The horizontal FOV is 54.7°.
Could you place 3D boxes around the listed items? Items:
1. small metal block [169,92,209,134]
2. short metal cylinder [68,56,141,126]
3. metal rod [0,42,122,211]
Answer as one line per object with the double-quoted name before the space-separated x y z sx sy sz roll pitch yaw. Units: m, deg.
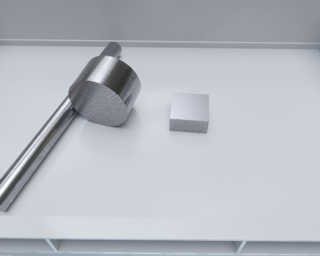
"small metal block" 0.040 -0.021 0.424 0.050 0.025 0.050 5 50 3
"short metal cylinder" -0.072 -0.048 0.408 0.080 0.080 0.050 13 51 10
"metal rod" -0.126 -0.025 0.424 0.025 0.025 0.301 16 52 12
